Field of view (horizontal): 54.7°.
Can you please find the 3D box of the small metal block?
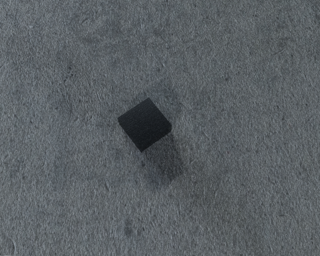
[{"bbox_3d":[-0.020,-0.004,0.411,0.050,0.025,0.050,-35,74,-12],"label":"small metal block"}]
